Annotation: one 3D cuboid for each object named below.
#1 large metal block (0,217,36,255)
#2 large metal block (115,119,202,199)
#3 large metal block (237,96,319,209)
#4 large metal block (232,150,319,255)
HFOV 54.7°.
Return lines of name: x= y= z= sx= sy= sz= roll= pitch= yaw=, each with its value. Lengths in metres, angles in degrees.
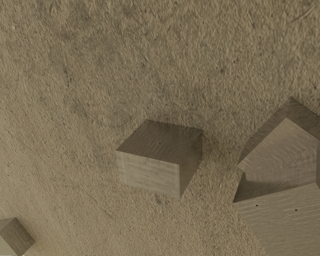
large metal block: x=-0.364 y=0.267 z=0.748 sx=0.080 sy=0.050 sz=0.080 roll=-19 pitch=109 yaw=35
large metal block: x=0.002 y=0.035 z=0.392 sx=0.080 sy=0.080 sz=0.050 roll=10 pitch=123 yaw=22
large metal block: x=0.144 y=0.027 z=0.332 sx=0.080 sy=0.050 sz=0.079 roll=36 pitch=129 yaw=4
large metal block: x=0.132 y=0.079 z=0.305 sx=0.080 sy=0.050 sz=0.080 roll=-27 pitch=104 yaw=37
